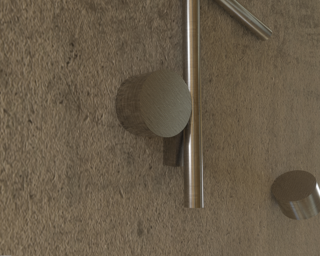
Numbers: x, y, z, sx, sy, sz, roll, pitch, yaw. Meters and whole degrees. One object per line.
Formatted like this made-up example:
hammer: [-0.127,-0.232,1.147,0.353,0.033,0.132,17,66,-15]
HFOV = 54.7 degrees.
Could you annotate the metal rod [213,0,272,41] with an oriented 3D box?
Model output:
metal rod: [0.082,-0.211,0.472,0.302,0.025,0.025,20,78,-38]

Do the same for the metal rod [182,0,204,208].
metal rod: [0.043,-0.047,0.416,0.025,0.025,0.298,8,77,-40]

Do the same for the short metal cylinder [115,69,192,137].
short metal cylinder: [-0.007,-0.029,0.382,0.081,0.050,0.080,0,90,-40]

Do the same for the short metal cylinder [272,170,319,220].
short metal cylinder: [0.261,0.126,0.587,0.080,0.080,0.050,-46,118,-30]

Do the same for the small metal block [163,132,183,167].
small metal block: [0.032,0.027,0.431,0.050,0.025,0.050,2,89,-40]
